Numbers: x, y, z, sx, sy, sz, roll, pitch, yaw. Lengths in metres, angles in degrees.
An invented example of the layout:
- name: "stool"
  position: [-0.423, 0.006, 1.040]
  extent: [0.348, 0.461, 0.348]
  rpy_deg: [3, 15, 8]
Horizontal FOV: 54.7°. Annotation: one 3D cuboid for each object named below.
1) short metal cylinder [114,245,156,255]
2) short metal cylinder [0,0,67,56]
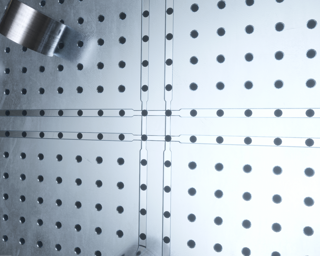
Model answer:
- name: "short metal cylinder"
  position: [-0.040, 0.205, 0.412]
  extent: [0.080, 0.050, 0.079]
  rpy_deg: [0, 90, 19]
- name: "short metal cylinder"
  position: [-0.183, -0.145, 0.446]
  extent: [0.080, 0.080, 0.050]
  rpy_deg: [32, 100, 17]
